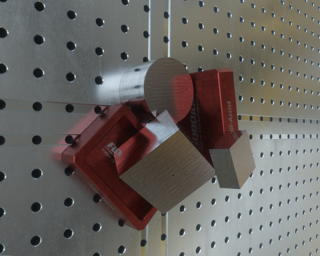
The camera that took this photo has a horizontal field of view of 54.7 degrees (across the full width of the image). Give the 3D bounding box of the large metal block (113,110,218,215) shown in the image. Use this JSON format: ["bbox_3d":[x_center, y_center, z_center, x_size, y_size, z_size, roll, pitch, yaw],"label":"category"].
[{"bbox_3d":[0.006,0.040,0.359,0.080,0.050,0.080,-39,121,6],"label":"large metal block"}]

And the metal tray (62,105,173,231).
[{"bbox_3d":[-0.040,0.048,0.373,0.090,0.030,0.130,-51,120,-28],"label":"metal tray"}]

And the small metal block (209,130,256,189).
[{"bbox_3d":[0.086,0.036,0.360,0.050,0.025,0.050,-35,113,-47],"label":"small metal block"}]

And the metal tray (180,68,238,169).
[{"bbox_3d":[0.059,-0.010,0.418,0.030,0.090,0.129,-12,98,-40],"label":"metal tray"}]

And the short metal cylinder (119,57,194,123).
[{"bbox_3d":[-0.004,-0.045,0.391,0.081,0.050,0.079,0,90,-40],"label":"short metal cylinder"}]
